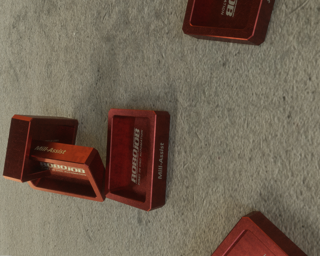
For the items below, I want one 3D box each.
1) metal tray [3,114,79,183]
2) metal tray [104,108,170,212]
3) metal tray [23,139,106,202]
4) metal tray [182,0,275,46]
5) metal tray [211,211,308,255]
[{"bbox_3d":[-0.178,0.028,0.479,0.030,0.130,0.089,10,93,14],"label":"metal tray"},{"bbox_3d":[-0.033,0.039,0.429,0.090,0.030,0.129,6,94,39],"label":"metal tray"},{"bbox_3d":[-0.145,0.062,0.457,0.130,0.030,0.090,6,135,17],"label":"metal tray"},{"bbox_3d":[0.080,-0.161,0.334,0.090,0.030,0.129,20,103,38],"label":"metal tray"},{"bbox_3d":[0.093,0.165,0.324,0.090,0.030,0.129,44,116,31],"label":"metal tray"}]
